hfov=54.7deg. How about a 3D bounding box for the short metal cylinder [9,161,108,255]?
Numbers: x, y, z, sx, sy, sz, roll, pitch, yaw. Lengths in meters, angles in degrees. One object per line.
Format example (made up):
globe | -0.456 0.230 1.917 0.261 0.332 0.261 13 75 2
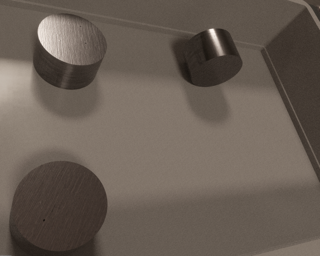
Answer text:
short metal cylinder | -0.096 0.078 0.291 0.081 0.050 0.080 14 56 -21

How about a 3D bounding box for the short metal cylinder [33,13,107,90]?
short metal cylinder | -0.113 -0.095 0.388 0.081 0.050 0.080 14 56 -21

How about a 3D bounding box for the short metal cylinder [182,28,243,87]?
short metal cylinder | 0.081 -0.107 0.481 0.081 0.080 0.050 -1 63 -29
